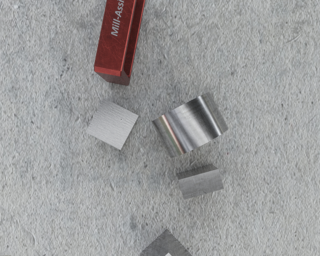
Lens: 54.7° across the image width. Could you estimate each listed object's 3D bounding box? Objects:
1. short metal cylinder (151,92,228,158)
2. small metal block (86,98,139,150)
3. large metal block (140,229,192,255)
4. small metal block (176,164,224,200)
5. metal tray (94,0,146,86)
[{"bbox_3d":[0.037,-0.004,0.383,0.080,0.080,0.050,-27,90,0],"label":"short metal cylinder"},{"bbox_3d":[-0.061,-0.005,0.409,0.050,0.025,0.050,28,90,0],"label":"small metal block"},{"bbox_3d":[0.018,0.184,0.383,0.050,0.080,0.080,-43,90,0],"label":"large metal block"},{"bbox_3d":[0.050,0.068,0.398,0.050,0.050,0.025,-15,90,0],"label":"small metal block"},{"bbox_3d":[-0.045,-0.122,0.376,0.030,0.090,0.129,11,90,0],"label":"metal tray"}]
